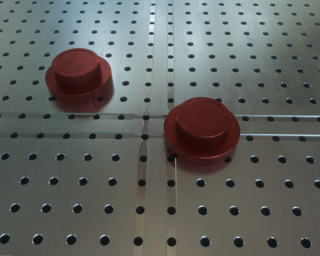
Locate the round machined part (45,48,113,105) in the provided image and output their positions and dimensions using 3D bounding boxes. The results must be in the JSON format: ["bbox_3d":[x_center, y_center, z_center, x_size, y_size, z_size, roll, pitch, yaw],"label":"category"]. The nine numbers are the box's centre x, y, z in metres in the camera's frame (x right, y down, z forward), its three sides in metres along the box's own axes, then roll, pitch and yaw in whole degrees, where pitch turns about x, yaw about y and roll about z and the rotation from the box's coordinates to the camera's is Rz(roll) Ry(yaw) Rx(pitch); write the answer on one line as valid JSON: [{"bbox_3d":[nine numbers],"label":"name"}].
[{"bbox_3d":[-0.123,-0.083,0.466,0.099,0.042,0.098,0,50,0],"label":"round machined part"}]

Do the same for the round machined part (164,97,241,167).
[{"bbox_3d":[0.054,-0.002,0.399,0.099,0.042,0.098,0,50,0],"label":"round machined part"}]
